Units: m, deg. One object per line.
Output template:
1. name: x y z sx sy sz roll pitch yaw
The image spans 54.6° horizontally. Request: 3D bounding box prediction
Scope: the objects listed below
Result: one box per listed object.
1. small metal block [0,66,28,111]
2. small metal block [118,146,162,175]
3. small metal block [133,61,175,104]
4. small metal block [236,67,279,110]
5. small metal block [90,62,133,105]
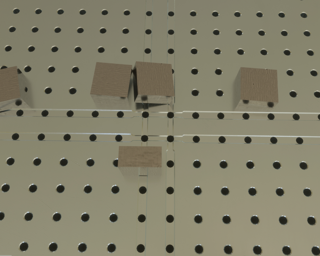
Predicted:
1. small metal block: -0.216 -0.053 0.430 0.050 0.025 0.050 -14 71 -5
2. small metal block: -0.023 0.042 0.383 0.050 0.050 0.025 1 70 0
3. small metal block: -0.010 -0.062 0.428 0.050 0.025 0.050 1 69 -16
4. small metal block: 0.135 -0.055 0.433 0.050 0.025 0.050 5 70 2
5. small metal block: -0.066 -0.062 0.434 0.050 0.025 0.050 5 70 2
